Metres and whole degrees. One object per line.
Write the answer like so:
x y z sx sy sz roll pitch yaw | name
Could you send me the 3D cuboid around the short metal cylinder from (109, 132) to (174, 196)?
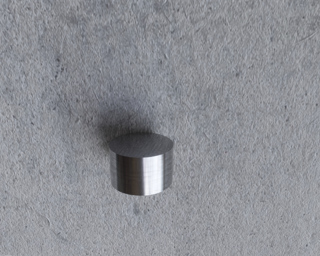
-0.024 0.043 0.396 0.080 0.080 0.050 1 110 0 | short metal cylinder
